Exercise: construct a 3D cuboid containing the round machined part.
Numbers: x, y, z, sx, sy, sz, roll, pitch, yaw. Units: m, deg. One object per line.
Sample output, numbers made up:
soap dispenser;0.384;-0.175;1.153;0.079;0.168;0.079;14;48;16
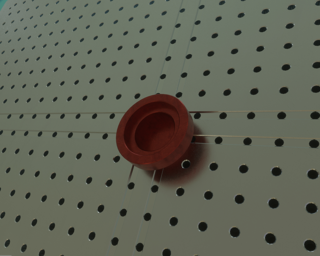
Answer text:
round machined part;-0.003;0.008;0.395;0.098;0.042;0.098;-13;56;21
